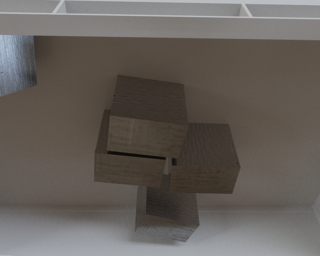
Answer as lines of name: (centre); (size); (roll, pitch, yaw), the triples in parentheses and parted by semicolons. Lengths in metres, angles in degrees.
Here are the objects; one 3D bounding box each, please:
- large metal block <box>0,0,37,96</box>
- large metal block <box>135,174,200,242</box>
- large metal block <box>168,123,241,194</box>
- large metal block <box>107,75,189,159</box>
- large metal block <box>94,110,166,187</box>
large metal block: (-0.172, -0.075, 0.298); (0.050, 0.081, 0.079); (37, 135, 25)
large metal block: (0.010, 0.119, 0.475); (0.081, 0.080, 0.050); (16, 128, -14)
large metal block: (0.053, 0.038, 0.406); (0.081, 0.080, 0.050); (2, 130, -2)
large metal block: (-0.015, -0.015, 0.360); (0.081, 0.080, 0.050); (7, 130, -7)
large metal block: (-0.037, 0.025, 0.394); (0.081, 0.080, 0.050); (6, 130, -6)
